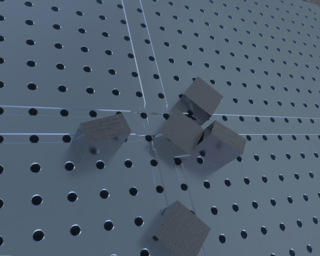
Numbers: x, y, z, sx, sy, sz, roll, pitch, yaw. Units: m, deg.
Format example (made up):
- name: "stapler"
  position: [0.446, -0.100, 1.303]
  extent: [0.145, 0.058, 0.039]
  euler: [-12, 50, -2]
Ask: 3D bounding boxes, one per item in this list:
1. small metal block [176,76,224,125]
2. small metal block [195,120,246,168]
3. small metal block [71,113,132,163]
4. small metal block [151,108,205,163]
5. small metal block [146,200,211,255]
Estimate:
- name: "small metal block"
  position: [0.060, -0.042, 0.466]
  extent: [0.050, 0.025, 0.050]
  euler: [38, 51, -2]
- name: "small metal block"
  position: [0.079, 0.023, 0.420]
  extent: [0.050, 0.050, 0.025]
  euler: [31, 52, -8]
- name: "small metal block"
  position: [-0.067, 0.012, 0.349]
  extent: [0.050, 0.050, 0.025]
  euler: [-17, 71, -35]
- name: "small metal block"
  position: [0.025, 0.010, 0.415]
  extent: [0.050, 0.025, 0.050]
  euler: [37, 51, -3]
- name: "small metal block"
  position: [0.021, 0.119, 0.347]
  extent: [0.050, 0.025, 0.050]
  euler: [41, 51, 0]
